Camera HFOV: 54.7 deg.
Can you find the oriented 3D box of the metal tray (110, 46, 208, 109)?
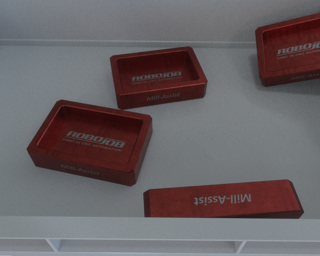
[{"bbox_3d":[-0.004,-0.078,0.467,0.131,0.030,0.090,-9,51,-8],"label":"metal tray"}]

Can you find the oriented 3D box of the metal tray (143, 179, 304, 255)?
[{"bbox_3d":[0.052,0.088,0.289,0.131,0.089,0.030,-3,50,-3],"label":"metal tray"}]

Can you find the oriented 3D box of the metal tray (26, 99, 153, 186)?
[{"bbox_3d":[-0.083,0.015,0.387,0.131,0.030,0.090,10,51,8],"label":"metal tray"}]

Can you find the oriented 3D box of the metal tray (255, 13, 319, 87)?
[{"bbox_3d":[0.211,-0.116,0.451,0.130,0.030,0.090,-7,69,24],"label":"metal tray"}]
